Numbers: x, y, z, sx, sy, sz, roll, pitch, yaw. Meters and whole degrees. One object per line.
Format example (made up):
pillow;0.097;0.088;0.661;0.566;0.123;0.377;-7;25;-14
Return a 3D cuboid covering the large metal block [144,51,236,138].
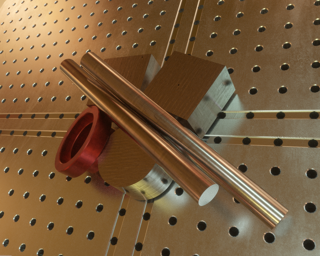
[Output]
large metal block;0.035;-0.043;0.394;0.080;0.050;0.080;27;77;37

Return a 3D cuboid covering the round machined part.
round machined part;-0.094;0.022;0.414;0.098;0.042;0.098;-35;36;31

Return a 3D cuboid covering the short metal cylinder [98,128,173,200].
short metal cylinder;-0.027;0.041;0.375;0.080;0.050;0.080;-13;56;21

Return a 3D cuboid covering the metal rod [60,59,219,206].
metal rod;-0.047;-0.016;0.372;0.025;0.025;0.300;-47;52;-4

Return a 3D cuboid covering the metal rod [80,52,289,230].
metal rod;0.009;-0.002;0.352;0.300;0.025;0.025;40;85;24

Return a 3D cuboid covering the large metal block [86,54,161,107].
large metal block;-0.046;-0.054;0.441;0.080;0.050;0.080;1;62;28
